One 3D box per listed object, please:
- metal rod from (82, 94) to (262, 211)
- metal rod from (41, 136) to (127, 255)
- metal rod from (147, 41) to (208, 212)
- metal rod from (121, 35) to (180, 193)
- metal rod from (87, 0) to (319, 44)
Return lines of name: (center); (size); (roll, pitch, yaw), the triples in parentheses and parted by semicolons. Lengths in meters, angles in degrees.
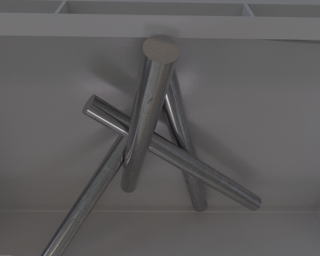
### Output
metal rod: (0.034, 0.045, 0.413); (0.301, 0.025, 0.025); (32, 123, -27)
metal rod: (-0.105, 0.108, 0.418); (0.025, 0.025, 0.299); (31, 98, -23)
metal rod: (0.030, 0.020, 0.426); (0.025, 0.025, 0.299); (-11, 130, 9)
metal rod: (-0.023, 0.016, 0.338); (0.025, 0.025, 0.299); (7, 151, -7)
metal rod: (0.080, -0.106, 0.319); (0.302, 0.025, 0.025); (4, 130, -4)
